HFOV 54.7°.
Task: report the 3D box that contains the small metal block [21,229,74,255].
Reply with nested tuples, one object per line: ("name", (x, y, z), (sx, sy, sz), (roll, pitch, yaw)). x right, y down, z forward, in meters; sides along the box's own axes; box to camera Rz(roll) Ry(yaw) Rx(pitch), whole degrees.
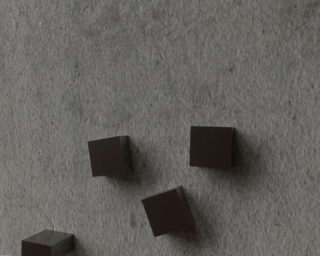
("small metal block", (-0.163, 0.172, 0.451), (0.050, 0.050, 0.025), (2, 91, 19))

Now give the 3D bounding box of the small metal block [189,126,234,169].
("small metal block", (0.065, 0.023, 0.386), (0.050, 0.025, 0.050), (2, 91, 19))

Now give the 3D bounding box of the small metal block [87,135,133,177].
("small metal block", (-0.069, 0.039, 0.432), (0.050, 0.025, 0.050), (-10, 87, 19))

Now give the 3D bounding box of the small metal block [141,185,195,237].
("small metal block", (0.011, 0.108, 0.404), (0.050, 0.025, 0.050), (-22, 83, 18))
